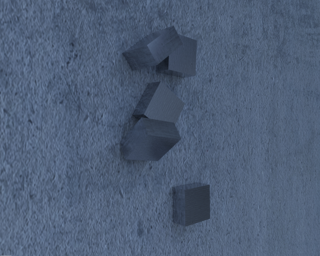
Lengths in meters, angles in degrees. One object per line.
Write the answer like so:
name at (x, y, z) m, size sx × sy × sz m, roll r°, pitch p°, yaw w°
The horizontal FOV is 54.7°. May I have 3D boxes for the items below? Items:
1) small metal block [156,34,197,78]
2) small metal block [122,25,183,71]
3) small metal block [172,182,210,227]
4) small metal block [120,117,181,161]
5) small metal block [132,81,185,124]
small metal block at (0.023, -0.099, 0.423) m, size 0.050 × 0.025 × 0.050 m, roll 4°, pitch 87°, yaw -40°
small metal block at (-0.009, -0.097, 0.380) m, size 0.050 × 0.050 × 0.025 m, roll -45°, pitch 117°, yaw -31°
small metal block at (0.045, 0.107, 0.442) m, size 0.050 × 0.025 × 0.050 m, roll -2°, pitch 91°, yaw -40°
small metal block at (-0.012, 0.015, 0.375) m, size 0.050 × 0.050 × 0.025 m, roll 9°, pitch 47°, yaw -40°
small metal block at (-0.001, -0.025, 0.404) m, size 0.050 × 0.025 × 0.050 m, roll 39°, pitch 66°, yaw -33°
